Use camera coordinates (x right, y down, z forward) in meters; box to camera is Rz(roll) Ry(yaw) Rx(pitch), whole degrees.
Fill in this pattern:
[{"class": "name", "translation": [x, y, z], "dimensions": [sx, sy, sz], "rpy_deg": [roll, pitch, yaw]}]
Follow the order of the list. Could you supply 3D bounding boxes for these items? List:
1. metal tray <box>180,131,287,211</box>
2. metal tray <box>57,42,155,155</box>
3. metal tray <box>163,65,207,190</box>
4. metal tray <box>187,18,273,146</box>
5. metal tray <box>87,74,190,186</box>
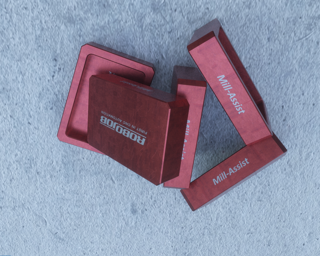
[{"class": "metal tray", "translation": [0.097, 0.056, 0.398], "dimensions": [0.130, 0.090, 0.030], "rpy_deg": [-36, 71, 12]}, {"class": "metal tray", "translation": [-0.069, -0.033, 0.395], "dimensions": [0.091, 0.030, 0.129], "rpy_deg": [19, 109, -7]}, {"class": "metal tray", "translation": [0.026, -0.003, 0.376], "dimensions": [0.030, 0.090, 0.129], "rpy_deg": [6, 111, -3]}, {"class": "metal tray", "translation": [0.082, -0.055, 0.355], "dimensions": [0.030, 0.090, 0.130], "rpy_deg": [-27, 109, 24]}, {"class": "metal tray", "translation": [-0.031, -0.004, 0.349], "dimensions": [0.130, 0.030, 0.089], "rpy_deg": [24, 116, 38]}]
